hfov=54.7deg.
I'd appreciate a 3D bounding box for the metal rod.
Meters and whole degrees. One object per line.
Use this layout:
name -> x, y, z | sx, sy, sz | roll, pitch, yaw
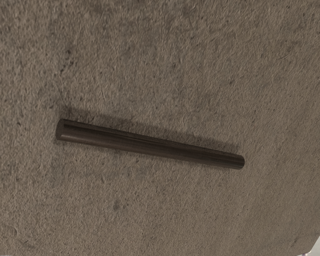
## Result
metal rod -> 0.010, 0.029, 0.431 | 0.302, 0.025, 0.025 | 13, 112, -34
